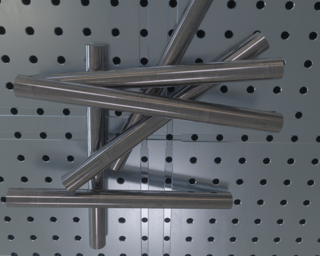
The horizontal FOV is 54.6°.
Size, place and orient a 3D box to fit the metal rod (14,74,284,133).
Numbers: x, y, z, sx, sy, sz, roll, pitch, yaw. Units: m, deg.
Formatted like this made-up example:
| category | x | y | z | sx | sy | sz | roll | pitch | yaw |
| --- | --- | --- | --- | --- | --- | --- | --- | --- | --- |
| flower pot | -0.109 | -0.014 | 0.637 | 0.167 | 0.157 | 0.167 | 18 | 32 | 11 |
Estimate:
| category | x | y | z | sx | sy | sz | roll | pitch | yaw |
| --- | --- | --- | --- | --- | --- | --- | --- | --- | --- |
| metal rod | -0.006 | -0.026 | 0.355 | 0.302 | 0.025 | 0.025 | 8 | 110 | -7 |

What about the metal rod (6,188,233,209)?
| category | x | y | z | sx | sy | sz | roll | pitch | yaw |
| --- | --- | --- | --- | --- | --- | --- | --- | --- | --- |
| metal rod | -0.047 | 0.098 | 0.427 | 0.302 | 0.025 | 0.025 | 3 | 110 | -10 |

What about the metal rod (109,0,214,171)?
| category | x | y | z | sx | sy | sz | roll | pitch | yaw |
| --- | --- | --- | --- | --- | --- | --- | --- | --- | --- |
| metal rod | 0.006 | -0.072 | 0.386 | 0.025 | 0.025 | 0.298 | 26 | 108 | -9 |

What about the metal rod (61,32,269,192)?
| category | x | y | z | sx | sy | sz | roll | pitch | yaw |
| --- | --- | --- | --- | --- | --- | --- | --- | --- | --- |
| metal rod | 0.004 | -0.017 | 0.385 | 0.300 | 0.025 | 0.025 | -36 | 106 | 4 |

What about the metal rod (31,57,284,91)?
| category | x | y | z | sx | sy | sz | roll | pitch | yaw |
| --- | --- | --- | --- | --- | --- | --- | --- | --- | --- |
| metal rod | -0.014 | -0.059 | 0.360 | 0.301 | 0.025 | 0.025 | -3 | 110 | 4 |

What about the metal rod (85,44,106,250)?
| category | x | y | z | sx | sy | sz | roll | pitch | yaw |
| --- | --- | --- | --- | --- | --- | --- | --- | --- | --- |
| metal rod | -0.087 | 0.039 | 0.426 | 0.025 | 0.025 | 0.298 | 3 | 110 | -1 |
